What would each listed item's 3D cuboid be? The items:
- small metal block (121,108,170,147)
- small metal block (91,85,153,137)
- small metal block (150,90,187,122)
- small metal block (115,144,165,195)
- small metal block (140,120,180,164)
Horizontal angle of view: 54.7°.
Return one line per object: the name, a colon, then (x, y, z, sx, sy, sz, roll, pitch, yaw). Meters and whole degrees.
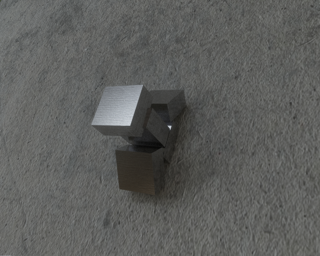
small metal block: (-0.023, -0.001, 0.368, 0.050, 0.050, 0.025, 3, 63, 29)
small metal block: (-0.041, -0.019, 0.341, 0.050, 0.025, 0.050, 1, 62, 28)
small metal block: (0.000, -0.030, 0.407, 0.050, 0.025, 0.050, 3, 27, 29)
small metal block: (-0.023, 0.049, 0.370, 0.050, 0.025, 0.050, 2, 103, 29)
small metal block: (-0.007, 0.017, 0.398, 0.050, 0.025, 0.050, 3, 63, 29)
